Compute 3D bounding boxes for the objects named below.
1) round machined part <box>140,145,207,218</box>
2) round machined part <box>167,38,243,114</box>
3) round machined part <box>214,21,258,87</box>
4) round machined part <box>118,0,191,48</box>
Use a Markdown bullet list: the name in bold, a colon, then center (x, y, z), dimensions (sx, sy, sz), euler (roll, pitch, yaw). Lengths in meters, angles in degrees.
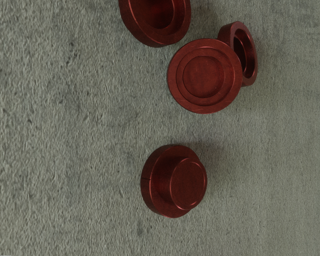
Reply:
- **round machined part**: center (0.025, 0.072, 0.415), dimensions (0.099, 0.042, 0.097), euler (0, 90, -40)
- **round machined part**: center (0.058, -0.070, 0.421), dimensions (0.099, 0.042, 0.097), euler (-1, 100, -3)
- **round machined part**: center (0.111, -0.110, 0.478), dimensions (0.099, 0.042, 0.098), euler (11, 75, -50)
- **round machined part**: center (-0.011, -0.149, 0.384), dimensions (0.099, 0.042, 0.097), euler (0, 90, -40)
